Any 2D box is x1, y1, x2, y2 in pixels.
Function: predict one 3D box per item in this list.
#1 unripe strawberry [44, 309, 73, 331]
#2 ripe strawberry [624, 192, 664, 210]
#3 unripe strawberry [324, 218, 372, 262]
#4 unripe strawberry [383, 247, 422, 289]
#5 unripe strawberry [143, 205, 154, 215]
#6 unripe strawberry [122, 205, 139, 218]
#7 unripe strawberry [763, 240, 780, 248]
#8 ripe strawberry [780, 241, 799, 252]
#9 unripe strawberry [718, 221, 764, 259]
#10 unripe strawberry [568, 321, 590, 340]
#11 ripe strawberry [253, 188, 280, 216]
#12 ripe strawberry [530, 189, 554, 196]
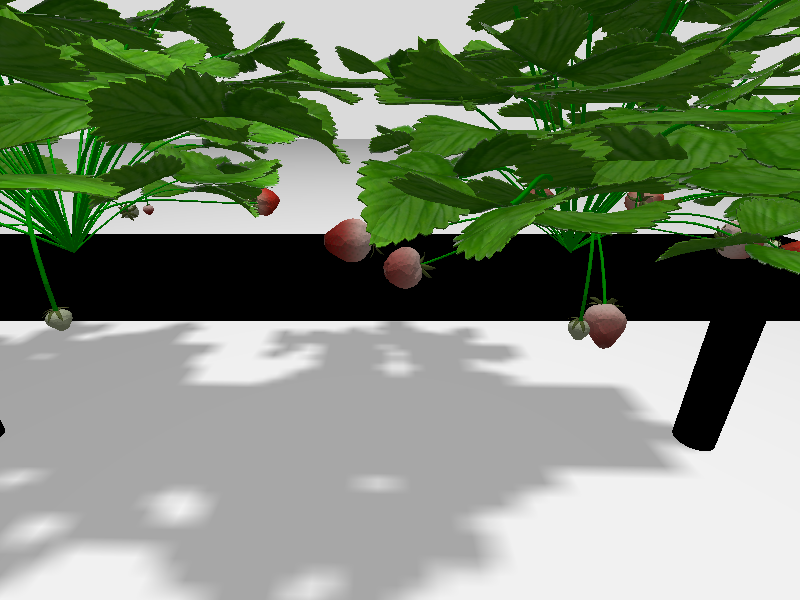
[{"bbox_3d":[-0.175,0.011,0.206,0.011,0.011,0.010,-16,28,-33],"label":"unripe strawberry"},{"bbox_3d":[0.308,-0.126,0.503,0.042,0.036,0.042,21,29,39],"label":"ripe strawberry"},{"bbox_3d":[-0.043,-0.050,0.331,0.040,0.034,0.039,-4,24,-7],"label":"unripe strawberry"},{"bbox_3d":[0.001,-0.022,0.277,0.027,0.029,0.025,-13,27,-27],"label":"unripe strawberry"},{"bbox_3d":[-0.319,-0.114,0.508,0.012,0.012,0.010,-3,24,-8],"label":"unripe strawberry"},{"bbox_3d":[-0.328,-0.108,0.488,0.019,0.016,0.019,-5,16,-12],"label":"unripe strawberry"},{"bbox_3d":[0.317,-0.045,0.342,0.010,0.011,0.011,3,24,6],"label":"unripe strawberry"},{"bbox_3d":[0.307,-0.033,0.307,0.028,0.024,0.028,17,27,14],"label":"ripe strawberry"},{"bbox_3d":[0.294,-0.052,0.345,0.034,0.033,0.031,3,24,5],"label":"unripe strawberry"},{"bbox_3d":[0.094,0.016,0.210,0.011,0.011,0.010,8,25,19],"label":"unripe strawberry"},{"bbox_3d":[-0.171,-0.127,0.512,0.034,0.036,0.037,16,28,33],"label":"ripe strawberry"},{"bbox_3d":[0.178,-0.131,0.517,0.039,0.035,0.035,3,23,7],"label":"ripe strawberry"}]
